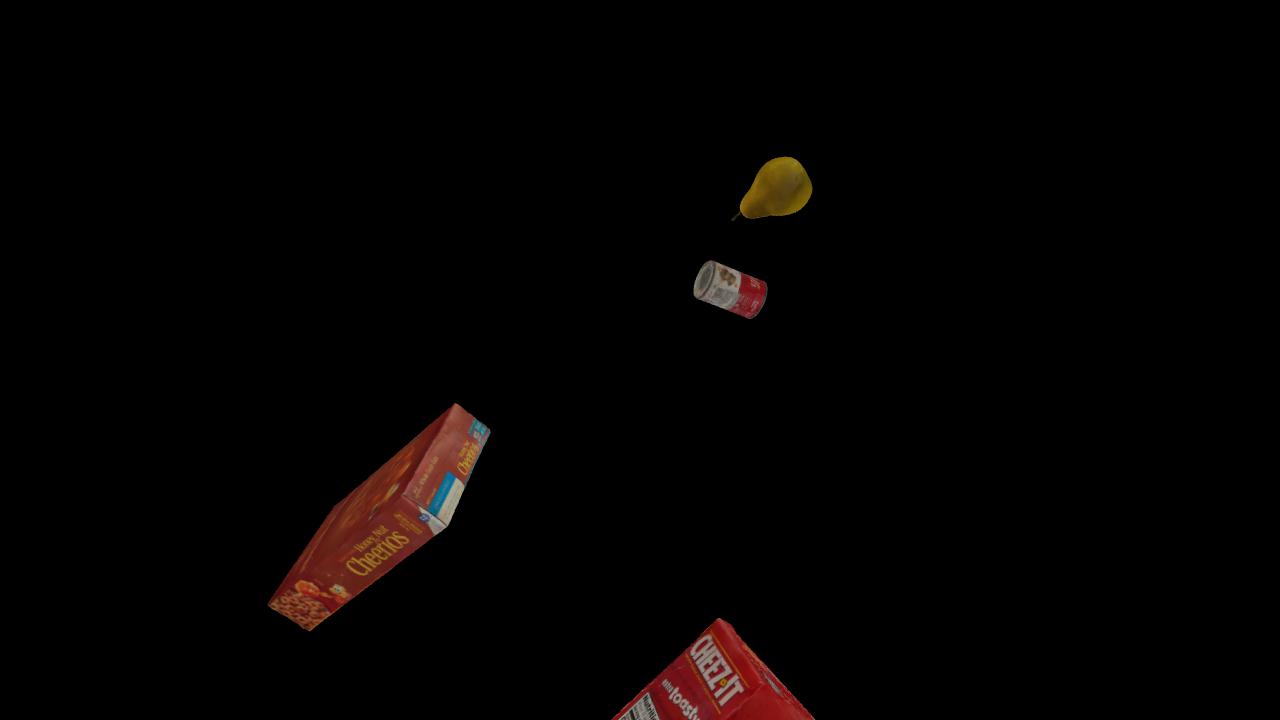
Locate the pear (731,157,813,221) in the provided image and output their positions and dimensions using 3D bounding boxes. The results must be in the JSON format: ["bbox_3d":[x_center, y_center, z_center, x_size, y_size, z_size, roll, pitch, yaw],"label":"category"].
[{"bbox_3d":[0.166,-0.216,0.808,0.111,0.080,0.080,-30,-9,15],"label":"pear"}]

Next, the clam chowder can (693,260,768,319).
[{"bbox_3d":[0.147,-0.115,1.006,0.102,0.068,0.068,18,-6,-17],"label":"clam chowder can"}]

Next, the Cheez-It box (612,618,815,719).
[{"bbox_3d":[0.025,0.300,0.384,0.223,0.166,0.071,-41,21,-5],"label":"Cheez-It box"}]

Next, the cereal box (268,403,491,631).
[{"bbox_3d":[-0.355,0.215,0.859,0.306,0.081,0.203,-37,21,19],"label":"cereal box"}]
